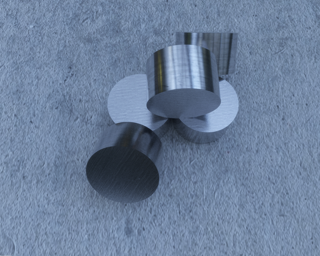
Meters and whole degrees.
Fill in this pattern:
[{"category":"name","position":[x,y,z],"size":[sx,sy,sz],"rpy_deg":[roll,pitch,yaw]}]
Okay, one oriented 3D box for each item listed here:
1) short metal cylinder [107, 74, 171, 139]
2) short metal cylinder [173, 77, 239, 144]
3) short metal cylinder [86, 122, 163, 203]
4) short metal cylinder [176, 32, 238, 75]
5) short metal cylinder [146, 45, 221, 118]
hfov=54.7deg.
[{"category":"short metal cylinder","position":[-0.024,-0.023,0.403],"size":[0.081,0.050,0.080],"rpy_deg":[0,70,0]},{"category":"short metal cylinder","position":[0.057,-0.024,0.405],"size":[0.081,0.050,0.080],"rpy_deg":[0,70,0]},{"category":"short metal cylinder","position":[-0.038,0.040,0.358],"size":[0.080,0.079,0.050],"rpy_deg":[7,31,2]},{"category":"short metal cylinder","position":[0.061,-0.101,0.410],"size":[0.081,0.080,0.050],"rpy_deg":[1,108,0]},{"category":"short metal cylinder","position":[0.025,-0.048,0.345],"size":[0.081,0.080,0.050],"rpy_deg":[-1,70,-1]}]
